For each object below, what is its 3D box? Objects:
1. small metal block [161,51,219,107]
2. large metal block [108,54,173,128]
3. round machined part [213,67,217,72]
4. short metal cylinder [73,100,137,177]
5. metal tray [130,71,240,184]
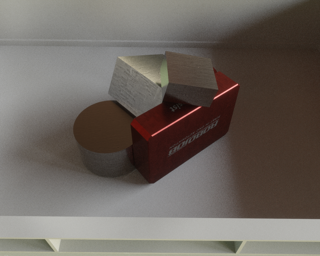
[{"bbox_3d":[0.029,-0.051,0.322,0.050,0.025,0.050,7,48,-12],"label":"small metal block"},{"bbox_3d":[-0.003,-0.049,0.382,0.080,0.050,0.081,39,35,27],"label":"large metal block"},{"bbox_3d":[0.047,-0.060,0.443,0.099,0.042,0.098,0,50,0],"label":"round machined part"},{"bbox_3d":[-0.059,0.012,0.375,0.081,0.050,0.080,0,50,0],"label":"short metal cylinder"},{"bbox_3d":[0.030,0.000,0.361,0.131,0.089,0.030,-31,56,-24],"label":"metal tray"}]
